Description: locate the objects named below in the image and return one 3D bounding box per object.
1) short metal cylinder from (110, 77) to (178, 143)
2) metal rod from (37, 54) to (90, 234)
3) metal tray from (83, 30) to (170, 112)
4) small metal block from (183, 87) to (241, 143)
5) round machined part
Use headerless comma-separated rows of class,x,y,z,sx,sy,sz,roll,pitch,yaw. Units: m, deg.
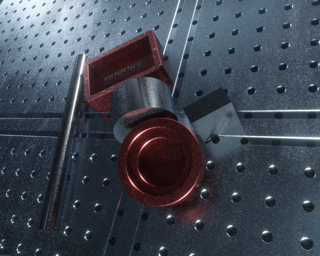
short metal cylinder,-0.021,-0.018,0.393,0.080,0.080,0.050,-23,52,14
metal rod,-0.142,0.005,0.476,0.025,0.025,0.299,-12,57,21
metal tray,-0.057,-0.090,0.487,0.130,0.030,0.090,-22,53,14
small metal block,0.063,-0.014,0.367,0.050,0.050,0.025,-29,52,10
round machined part,0.004,0.040,0.358,0.098,0.042,0.098,-4,76,18
